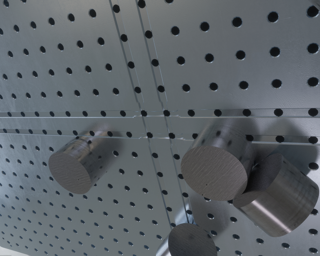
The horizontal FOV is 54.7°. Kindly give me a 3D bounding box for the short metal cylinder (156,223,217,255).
[{"bbox_3d":[0.040,0.195,0.475,0.080,0.080,0.050,33,129,7],"label":"short metal cylinder"}]

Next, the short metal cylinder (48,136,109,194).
[{"bbox_3d":[-0.131,0.060,0.501,0.080,0.050,0.079,13,124,21],"label":"short metal cylinder"}]

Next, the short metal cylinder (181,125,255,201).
[{"bbox_3d":[0.072,0.043,0.383,0.080,0.050,0.079,13,124,21],"label":"short metal cylinder"}]

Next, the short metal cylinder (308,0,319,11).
[{"bbox_3d":[0.148,-0.119,0.224,0.050,0.080,0.080,43,129,-1],"label":"short metal cylinder"}]

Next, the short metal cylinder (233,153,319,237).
[{"bbox_3d":[0.130,0.075,0.354,0.050,0.080,0.080,41,129,0],"label":"short metal cylinder"}]
